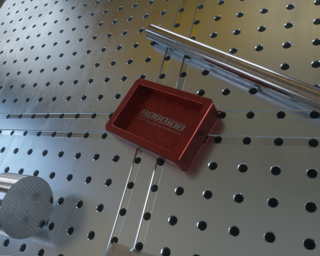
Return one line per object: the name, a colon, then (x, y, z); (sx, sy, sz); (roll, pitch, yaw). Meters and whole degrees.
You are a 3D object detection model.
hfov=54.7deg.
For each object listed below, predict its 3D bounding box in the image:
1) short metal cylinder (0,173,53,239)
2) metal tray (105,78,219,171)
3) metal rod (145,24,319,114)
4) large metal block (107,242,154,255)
short metal cylinder: (-0.191, 0.101, 0.411); (0.050, 0.080, 0.080); (1, 62, 29)
metal tray: (0.000, -0.010, 0.411); (0.130, 0.030, 0.090); (22, 73, 36)
metal rod: (0.083, -0.092, 0.421); (0.300, 0.025, 0.025); (35, 81, 38)
large metal block: (-0.022, 0.161, 0.286); (0.050, 0.080, 0.080); (13, 69, 33)
